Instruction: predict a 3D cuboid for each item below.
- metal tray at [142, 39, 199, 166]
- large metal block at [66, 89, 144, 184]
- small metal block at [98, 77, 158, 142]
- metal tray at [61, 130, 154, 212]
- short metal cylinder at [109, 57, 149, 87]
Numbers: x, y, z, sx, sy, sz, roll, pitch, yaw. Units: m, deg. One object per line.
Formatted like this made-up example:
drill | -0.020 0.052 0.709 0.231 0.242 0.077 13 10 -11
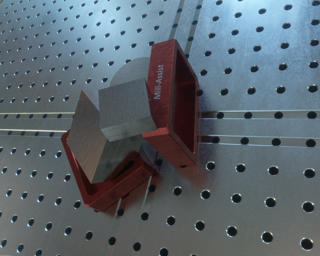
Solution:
metal tray | 0.017 -0.030 0.374 0.030 0.090 0.130 -9 58 23
large metal block | -0.068 0.009 0.381 0.080 0.050 0.079 46 124 38
small metal block | -0.033 -0.019 0.315 0.050 0.025 0.050 -15 55 6
metal tray | -0.076 0.034 0.420 0.090 0.030 0.130 -37 51 3
short metal cylinder | -0.023 -0.052 0.435 0.080 0.050 0.080 -13 56 20
